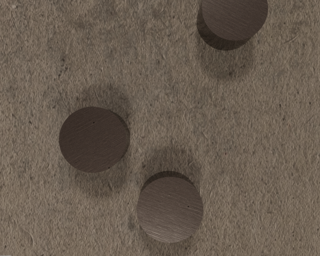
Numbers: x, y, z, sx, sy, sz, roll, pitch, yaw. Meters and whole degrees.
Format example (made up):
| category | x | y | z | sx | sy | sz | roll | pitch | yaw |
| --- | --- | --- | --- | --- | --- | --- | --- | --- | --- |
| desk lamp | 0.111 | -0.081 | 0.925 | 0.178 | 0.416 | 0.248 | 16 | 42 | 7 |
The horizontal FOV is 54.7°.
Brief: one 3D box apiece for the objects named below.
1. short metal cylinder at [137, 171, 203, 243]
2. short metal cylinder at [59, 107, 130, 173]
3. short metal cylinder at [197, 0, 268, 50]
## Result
| category | x | y | z | sx | sy | sz | roll | pitch | yaw |
| --- | --- | --- | --- | --- | --- | --- | --- | --- | --- |
| short metal cylinder | 0.012 | 0.098 | 0.398 | 0.081 | 0.050 | 0.079 | 0 | 90 | -1 |
| short metal cylinder | -0.081 | 0.014 | 0.396 | 0.081 | 0.050 | 0.079 | 0 | 90 | -1 |
| short metal cylinder | 0.090 | -0.145 | 0.399 | 0.081 | 0.050 | 0.079 | 0 | 90 | -1 |
